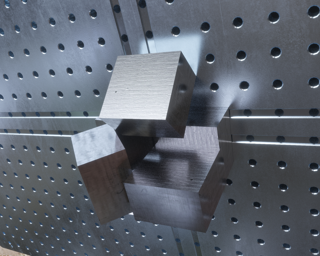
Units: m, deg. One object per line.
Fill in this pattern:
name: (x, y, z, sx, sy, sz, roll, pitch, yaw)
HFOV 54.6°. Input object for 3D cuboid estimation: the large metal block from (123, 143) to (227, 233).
large metal block: (0.020, 0.059, 0.337, 0.080, 0.080, 0.050, 2, 119, 27)

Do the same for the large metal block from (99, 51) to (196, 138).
large metal block: (-0.012, -0.036, 0.350, 0.080, 0.080, 0.050, 2, 158, 27)

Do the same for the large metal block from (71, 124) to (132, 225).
large metal block: (-0.064, 0.050, 0.366, 0.050, 0.080, 0.080, -20, 117, -13)

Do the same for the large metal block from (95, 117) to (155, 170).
large metal block: (-0.033, 0.016, 0.423, 0.080, 0.050, 0.080, 7, 122, 25)

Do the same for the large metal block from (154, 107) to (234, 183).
large metal block: (0.043, 0.020, 0.385, 0.080, 0.050, 0.080, 3, 120, 27)

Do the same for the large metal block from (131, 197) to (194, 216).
large metal block: (0.017, 0.100, 0.422, 0.080, 0.050, 0.080, 2, 164, 27)
